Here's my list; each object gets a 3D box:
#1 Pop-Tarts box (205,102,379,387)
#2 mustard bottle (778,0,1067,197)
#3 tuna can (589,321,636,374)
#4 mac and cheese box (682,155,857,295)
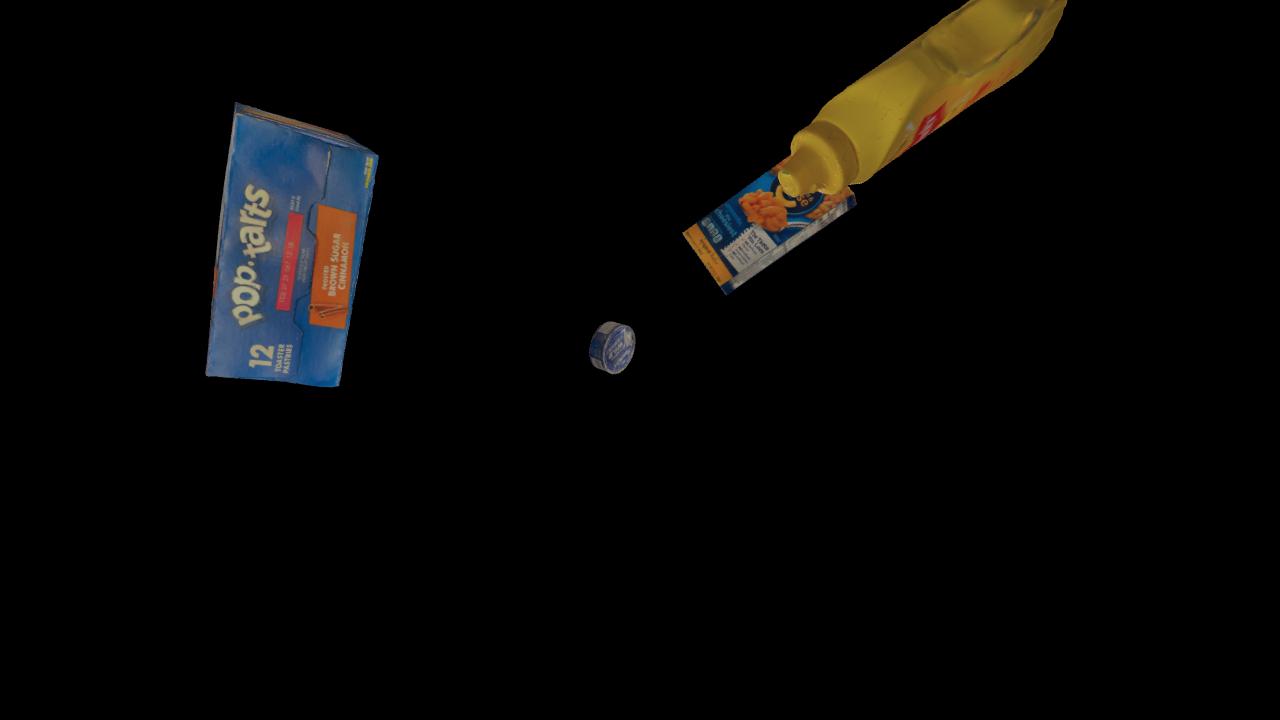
[{"bbox_3d":[-0.256,-0.086,0.446,0.083,0.167,0.141,6,18,-35],"label":"Pop-Tarts box"},{"bbox_3d":[0.156,-0.154,0.368,0.184,0.054,0.092,-36,-1,-10],"label":"mustard bottle"},{"bbox_3d":[-0.045,-0.021,1.014,0.034,0.084,0.084,18,10,33],"label":"tuna can"},{"bbox_3d":[0.152,-0.168,0.739,0.184,0.093,0.041,-35,-24,11],"label":"mac and cheese box"}]
